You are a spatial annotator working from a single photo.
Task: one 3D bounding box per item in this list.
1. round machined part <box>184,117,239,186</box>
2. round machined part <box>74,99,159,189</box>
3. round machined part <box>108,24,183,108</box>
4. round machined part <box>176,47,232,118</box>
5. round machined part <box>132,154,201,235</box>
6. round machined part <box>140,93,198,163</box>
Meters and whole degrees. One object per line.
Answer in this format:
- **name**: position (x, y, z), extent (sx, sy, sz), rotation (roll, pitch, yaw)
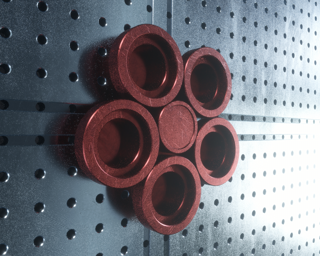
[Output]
- **round machined part**: position (0.070, 0.033, 0.455), extent (0.099, 0.042, 0.097), rotation (0, 90, -40)
- **round machined part**: position (-0.052, 0.017, 0.353), extent (0.099, 0.042, 0.097), rotation (0, 90, -40)
- **round machined part**: position (-0.021, -0.073, 0.379), extent (0.099, 0.042, 0.097), rotation (0, 90, -40)
- **round machined part**: position (0.055, -0.063, 0.442), extent (0.099, 0.042, 0.097), rotation (0, 90, -40)
- **round machined part**: position (0.004, 0.083, 0.400), extent (0.099, 0.042, 0.097), rotation (0, 90, -40)
- **round machined part**: position (0.011, -0.001, 0.406), extent (0.099, 0.042, 0.097), rotation (0, 90, -40)
